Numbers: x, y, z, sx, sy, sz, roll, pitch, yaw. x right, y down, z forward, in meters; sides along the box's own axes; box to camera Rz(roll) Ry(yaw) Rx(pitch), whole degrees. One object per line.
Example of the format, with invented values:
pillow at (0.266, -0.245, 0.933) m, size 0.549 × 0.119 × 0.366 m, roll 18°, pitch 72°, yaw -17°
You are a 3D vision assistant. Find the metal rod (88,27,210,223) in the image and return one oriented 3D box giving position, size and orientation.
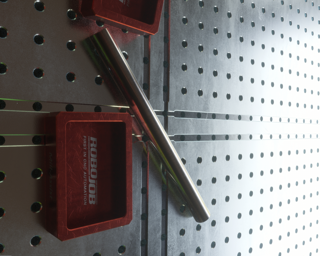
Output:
metal rod at (-0.003, 0.012, 0.408) m, size 0.025 × 0.025 × 0.299 m, roll -44°, pitch 117°, yaw -31°

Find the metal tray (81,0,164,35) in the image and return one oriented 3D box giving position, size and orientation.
metal tray at (-0.034, -0.183, 0.359) m, size 0.091 × 0.030 × 0.129 m, roll 6°, pitch 99°, yaw -39°

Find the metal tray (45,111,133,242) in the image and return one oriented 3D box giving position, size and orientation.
metal tray at (-0.076, 0.048, 0.343) m, size 0.091 × 0.030 × 0.129 m, roll -1°, pitch 91°, yaw -40°
